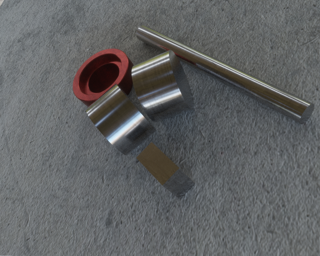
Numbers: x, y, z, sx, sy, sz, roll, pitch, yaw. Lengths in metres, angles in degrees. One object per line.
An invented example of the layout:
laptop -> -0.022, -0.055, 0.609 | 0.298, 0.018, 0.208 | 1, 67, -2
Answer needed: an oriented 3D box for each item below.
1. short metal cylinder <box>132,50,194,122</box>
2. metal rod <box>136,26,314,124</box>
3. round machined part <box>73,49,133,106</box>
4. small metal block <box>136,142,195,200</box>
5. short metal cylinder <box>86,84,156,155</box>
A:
short metal cylinder -> 0.005, -0.053, 0.398 | 0.050, 0.080, 0.080 | -20, 54, 17
metal rod -> 0.064, -0.087, 0.423 | 0.025, 0.025, 0.300 | -48, 51, -5
round machined part -> -0.082, -0.072, 0.480 | 0.098, 0.042, 0.098 | -13, 56, 21
small metal block -> 0.007, 0.049, 0.354 | 0.025, 0.050, 0.050 | -46, 51, -4
short metal cylinder -> -0.049, -0.011, 0.401 | 0.050, 0.080, 0.080 | -41, 51, 1
